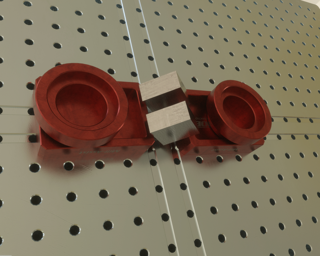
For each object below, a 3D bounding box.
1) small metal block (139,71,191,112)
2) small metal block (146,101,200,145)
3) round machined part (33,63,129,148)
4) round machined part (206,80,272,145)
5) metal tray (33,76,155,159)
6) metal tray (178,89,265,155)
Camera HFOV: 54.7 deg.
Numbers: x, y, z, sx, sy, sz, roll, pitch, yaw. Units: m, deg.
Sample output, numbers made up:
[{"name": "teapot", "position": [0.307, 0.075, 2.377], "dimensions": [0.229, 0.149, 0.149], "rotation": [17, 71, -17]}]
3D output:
[{"name": "small metal block", "position": [0.007, -0.044, 0.404], "dimensions": [0.050, 0.050, 0.025], "rotation": [-19, 65, 12]}, {"name": "small metal block", "position": [0.017, -0.005, 0.385], "dimensions": [0.050, 0.050, 0.025], "rotation": [-19, 65, 12]}, {"name": "round machined part", "position": [-0.089, -0.021, 0.346], "dimensions": [0.099, 0.042, 0.098], "rotation": [14, 56, -21]}, {"name": "round machined part", "position": [0.109, -0.018, 0.451], "dimensions": [0.099, 0.042, 0.098], "rotation": [14, 56, -21]}, {"name": "metal tray", "position": [-0.078, -0.013, 0.372], "dimensions": [0.131, 0.030, 0.090], "rotation": [-1, 64, -29]}, {"name": "metal tray", "position": [0.083, -0.009, 0.455], "dimensions": [0.131, 0.030, 0.090], "rotation": [1, 62, -28]}]
